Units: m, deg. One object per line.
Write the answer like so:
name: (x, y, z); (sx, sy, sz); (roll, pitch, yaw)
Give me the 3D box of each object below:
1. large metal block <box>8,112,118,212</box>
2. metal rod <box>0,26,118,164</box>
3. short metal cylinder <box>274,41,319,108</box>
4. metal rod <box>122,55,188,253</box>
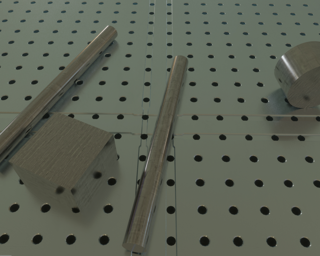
large metal block: (-0.107, 0.037, 0.360); (0.080, 0.050, 0.080); (21, 53, 16)
metal rod: (-0.147, -0.065, 0.460); (0.025, 0.025, 0.301); (19, 52, 15)
short metal cylinder: (0.210, -0.073, 0.435); (0.081, 0.080, 0.050); (-6, 50, -5)
metal rod: (0.004, 0.006, 0.401); (0.025, 0.025, 0.300); (9, 50, 7)
